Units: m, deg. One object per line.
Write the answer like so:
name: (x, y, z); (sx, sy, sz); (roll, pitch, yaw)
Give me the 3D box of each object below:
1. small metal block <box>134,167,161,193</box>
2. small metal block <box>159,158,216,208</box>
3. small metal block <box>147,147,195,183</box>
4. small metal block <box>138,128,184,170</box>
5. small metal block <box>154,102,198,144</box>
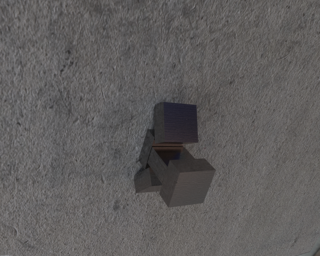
small metal block: (-0.003, 0.073, 0.438); (0.050, 0.025, 0.050); (2, 158, -30)
small metal block: (0.032, 0.065, 0.371); (0.050, 0.025, 0.050); (1, 118, -29)
small metal block: (0.019, 0.048, 0.401); (0.050, 0.050, 0.025); (2, 117, -30)
small metal block: (0.003, 0.029, 0.431); (0.050, 0.025, 0.050); (2, 117, -30)
small metal block: (0.021, -0.005, 0.403); (0.050, 0.025, 0.050); (3, 81, -30)
